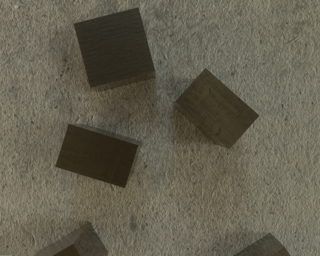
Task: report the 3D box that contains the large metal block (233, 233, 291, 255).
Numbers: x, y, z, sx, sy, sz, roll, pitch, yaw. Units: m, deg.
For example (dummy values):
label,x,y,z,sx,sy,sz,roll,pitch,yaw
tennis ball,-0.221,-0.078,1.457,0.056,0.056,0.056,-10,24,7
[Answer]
label,x,y,z,sx,sy,sz,roll,pitch,yaw
large metal block,0.138,0.198,0.399,0.080,0.050,0.080,-32,90,0

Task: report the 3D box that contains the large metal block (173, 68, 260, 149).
label,x,y,z,sx,sy,sz,roll,pitch,yaw
large metal block,0.064,-0.022,0.383,0.080,0.080,0.050,42,90,0

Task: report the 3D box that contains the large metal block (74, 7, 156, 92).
label,x,y,z,sx,sy,sz,roll,pitch,yaw
large metal block,-0.055,-0.097,0.397,0.080,0.050,0.080,-15,90,0

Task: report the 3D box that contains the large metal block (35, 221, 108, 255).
label,x,y,z,sx,sy,sz,roll,pitch,yaw
large metal block,-0.118,0.169,0.382,0.080,0.080,0.050,-30,90,0

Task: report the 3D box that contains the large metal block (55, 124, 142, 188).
label,x,y,z,sx,sy,sz,roll,pitch,yaw
large metal block,-0.070,0.031,0.382,0.080,0.080,0.050,17,90,0
